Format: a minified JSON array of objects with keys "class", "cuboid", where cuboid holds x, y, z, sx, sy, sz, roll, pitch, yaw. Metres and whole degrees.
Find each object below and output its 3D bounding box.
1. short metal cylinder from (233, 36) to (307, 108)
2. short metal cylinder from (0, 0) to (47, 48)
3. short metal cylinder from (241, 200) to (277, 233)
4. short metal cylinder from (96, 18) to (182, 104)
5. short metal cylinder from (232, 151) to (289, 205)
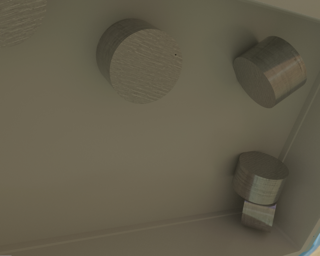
[{"class":"short metal cylinder","cuboid":[0.143,-0.073,0.409,0.050,0.080,0.080,-35,129,-5]},{"class":"short metal cylinder","cuboid":[-0.137,-0.111,0.249,0.081,0.050,0.079,-14,125,-21]},{"class":"short metal cylinder","cuboid":[0.180,0.141,0.555,0.080,0.050,0.080,10,91,-68]},{"class":"short metal cylinder","cuboid":[-0.023,-0.073,0.336,0.081,0.050,0.079,-14,125,-21]},{"class":"short metal cylinder","cuboid":[0.166,0.082,0.517,0.081,0.080,0.050,-5,121,-26]}]
